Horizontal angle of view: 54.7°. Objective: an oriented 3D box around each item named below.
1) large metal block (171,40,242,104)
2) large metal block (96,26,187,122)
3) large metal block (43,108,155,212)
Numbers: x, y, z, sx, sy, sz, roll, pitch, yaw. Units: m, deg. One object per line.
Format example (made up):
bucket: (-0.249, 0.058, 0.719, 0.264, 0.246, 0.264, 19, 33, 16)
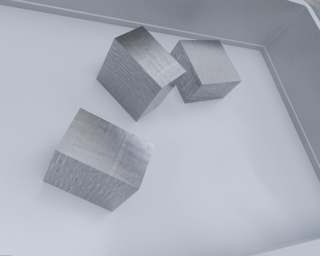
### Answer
large metal block: (0.066, -0.089, 0.482, 0.081, 0.050, 0.080, -11, 67, -33)
large metal block: (-0.027, -0.068, 0.399, 0.080, 0.080, 0.050, 47, 51, 4)
large metal block: (-0.064, 0.036, 0.315, 0.080, 0.080, 0.050, 28, 52, -11)
